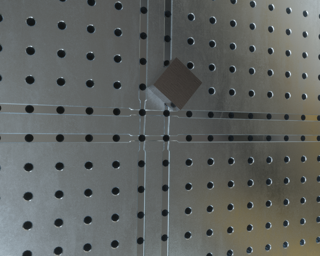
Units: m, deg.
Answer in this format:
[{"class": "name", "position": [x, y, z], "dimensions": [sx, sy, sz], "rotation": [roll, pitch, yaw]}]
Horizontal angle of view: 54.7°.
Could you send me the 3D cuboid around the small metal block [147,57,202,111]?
[{"class": "small metal block", "position": [0.020, -0.059, 0.421], "dimensions": [0.050, 0.025, 0.050], "rotation": [42, 77, -16]}]
